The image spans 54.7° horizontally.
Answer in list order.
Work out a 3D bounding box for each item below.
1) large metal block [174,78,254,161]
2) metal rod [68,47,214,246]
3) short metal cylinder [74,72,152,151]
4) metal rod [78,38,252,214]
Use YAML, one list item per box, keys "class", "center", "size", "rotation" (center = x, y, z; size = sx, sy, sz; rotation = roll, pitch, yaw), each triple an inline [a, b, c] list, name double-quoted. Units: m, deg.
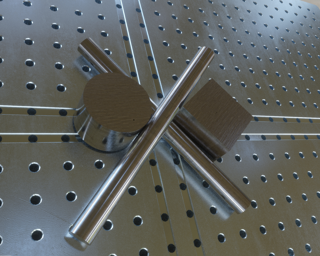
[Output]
- class: "large metal block"
  center: [0.069, -0.010, 0.430]
  size: [0.080, 0.050, 0.080]
  rotation: [44, 51, 2]
- class: "metal rod"
  center: [-0.005, -0.001, 0.374]
  size: [0.025, 0.025, 0.301]
  rotation: [37, 59, -4]
- class: "short metal cylinder"
  center: [-0.057, -0.019, 0.368]
  size: [0.081, 0.050, 0.080]
  rotation: [14, 56, -21]
- class: "metal rod"
  center: [0.004, -0.005, 0.408]
  size: [0.300, 0.025, 0.025]
  rotation: [46, 51, 3]
